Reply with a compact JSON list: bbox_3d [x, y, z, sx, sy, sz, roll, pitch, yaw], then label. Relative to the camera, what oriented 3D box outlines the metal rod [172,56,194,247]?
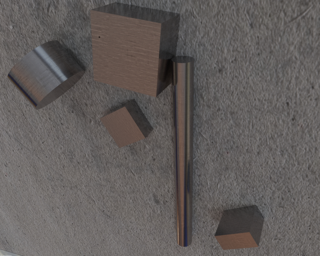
[{"bbox_3d":[0.032,0.052,0.420,0.025,0.025,0.298,11,123,22],"label":"metal rod"}]

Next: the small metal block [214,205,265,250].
[{"bbox_3d":[0.107,0.133,0.416,0.050,0.050,0.025,-22,107,36],"label":"small metal block"}]

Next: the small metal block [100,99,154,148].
[{"bbox_3d":[-0.046,-0.006,0.426,0.050,0.025,0.050,-22,107,35],"label":"small metal block"}]

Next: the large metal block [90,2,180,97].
[{"bbox_3d":[-0.028,-0.090,0.349,0.080,0.050,0.079,17,125,18],"label":"large metal block"}]

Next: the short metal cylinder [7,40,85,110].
[{"bbox_3d":[-0.147,-0.068,0.404,0.080,0.080,0.050,-34,100,38],"label":"short metal cylinder"}]
